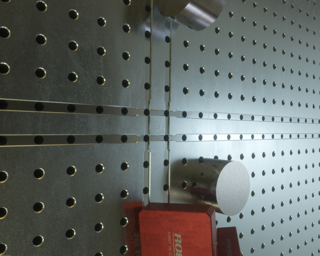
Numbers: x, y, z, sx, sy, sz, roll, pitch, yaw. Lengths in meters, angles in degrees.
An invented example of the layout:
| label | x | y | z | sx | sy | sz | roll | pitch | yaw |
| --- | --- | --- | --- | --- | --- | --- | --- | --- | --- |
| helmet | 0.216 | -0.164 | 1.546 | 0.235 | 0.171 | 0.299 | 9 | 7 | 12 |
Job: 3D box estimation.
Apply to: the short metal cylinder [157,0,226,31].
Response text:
| label | x | y | z | sx | sy | sz | roll | pitch | yaw |
| --- | --- | --- | --- | --- | --- | --- | --- | --- | --- |
| short metal cylinder | 0.042 | -0.176 | 0.408 | 0.050 | 0.080 | 0.080 | 13 | 82 | -40 |

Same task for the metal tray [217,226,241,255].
| label | x | y | z | sx | sy | sz | roll | pitch | yaw |
| --- | --- | --- | --- | --- | --- | --- | --- | --- | --- |
| metal tray | 0.104 | 0.212 | 0.443 | 0.130 | 0.030 | 0.089 | -46 | 128 | -77 |

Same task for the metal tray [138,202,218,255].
| label | x | y | z | sx | sy | sz | roll | pitch | yaw |
| --- | --- | --- | --- | --- | --- | --- | --- | --- | --- |
| metal tray | 0.024 | 0.162 | 0.385 | 0.030 | 0.090 | 0.129 | -13 | 100 | -71 |

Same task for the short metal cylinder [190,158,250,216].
| label | x | y | z | sx | sy | sz | roll | pitch | yaw |
| --- | --- | --- | --- | --- | --- | --- | --- | --- | --- |
| short metal cylinder | 0.092 | 0.088 | 0.470 | 0.081 | 0.050 | 0.079 | 0 | 90 | -40 |
